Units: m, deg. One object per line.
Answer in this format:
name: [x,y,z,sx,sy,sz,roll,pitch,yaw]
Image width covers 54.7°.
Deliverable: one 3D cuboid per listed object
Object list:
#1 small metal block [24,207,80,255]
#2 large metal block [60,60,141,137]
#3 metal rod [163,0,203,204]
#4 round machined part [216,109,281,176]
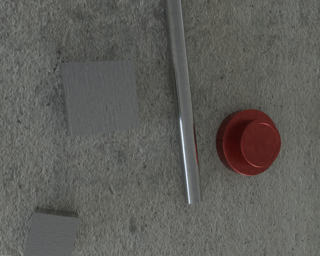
small metal block: [-0.126,0.124,0.363,0.050,0.025,0.050,14,85,-20]
large metal block: [-0.073,-0.035,0.369,0.081,0.050,0.079,-7,93,-20]
metal rod: [0.030,-0.047,0.421,0.025,0.025,0.298,-7,93,-20]
round machined part: [0.135,0.021,0.452,0.099,0.042,0.097,0,90,-21]
